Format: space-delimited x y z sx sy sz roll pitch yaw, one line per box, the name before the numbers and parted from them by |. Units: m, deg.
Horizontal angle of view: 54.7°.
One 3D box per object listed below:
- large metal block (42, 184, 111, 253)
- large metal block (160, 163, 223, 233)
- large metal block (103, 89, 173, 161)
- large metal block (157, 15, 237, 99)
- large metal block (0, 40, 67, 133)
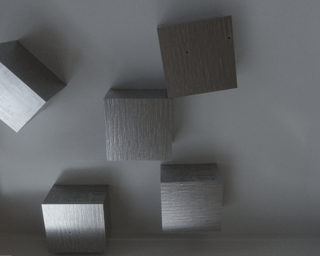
large metal block | -0.115 0.129 0.444 0.081 0.050 0.079 0 110 -1
large metal block | 0.042 0.097 0.435 0.081 0.050 0.079 -2 110 0
large metal block | -0.026 -0.005 0.396 0.081 0.050 0.079 0 110 -1
large metal block | 0.043 -0.085 0.367 0.080 0.050 0.079 -9 110 3
large metal block | -0.167 -0.052 0.361 0.050 0.080 0.080 -42 105 14
